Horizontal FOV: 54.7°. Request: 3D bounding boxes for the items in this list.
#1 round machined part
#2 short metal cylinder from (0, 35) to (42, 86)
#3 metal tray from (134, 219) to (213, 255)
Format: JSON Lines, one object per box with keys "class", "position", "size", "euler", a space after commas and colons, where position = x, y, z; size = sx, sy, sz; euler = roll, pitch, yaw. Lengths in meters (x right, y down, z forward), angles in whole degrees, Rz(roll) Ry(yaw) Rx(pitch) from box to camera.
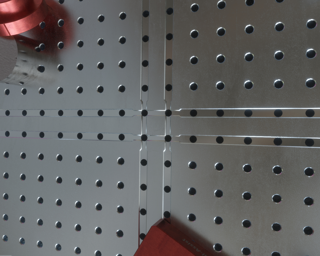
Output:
{"class": "round machined part", "position": [-0.220, -0.181, 0.452], "size": [0.099, 0.042, 0.098], "euler": [-3, 52, 4]}
{"class": "short metal cylinder", "position": [-0.233, -0.108, 0.479], "size": [0.080, 0.050, 0.079], "euler": [0, 90, 19]}
{"class": "metal tray", "position": [0.027, 0.194, 0.400], "size": [0.130, 0.030, 0.090], "euler": [33, 100, 16]}
